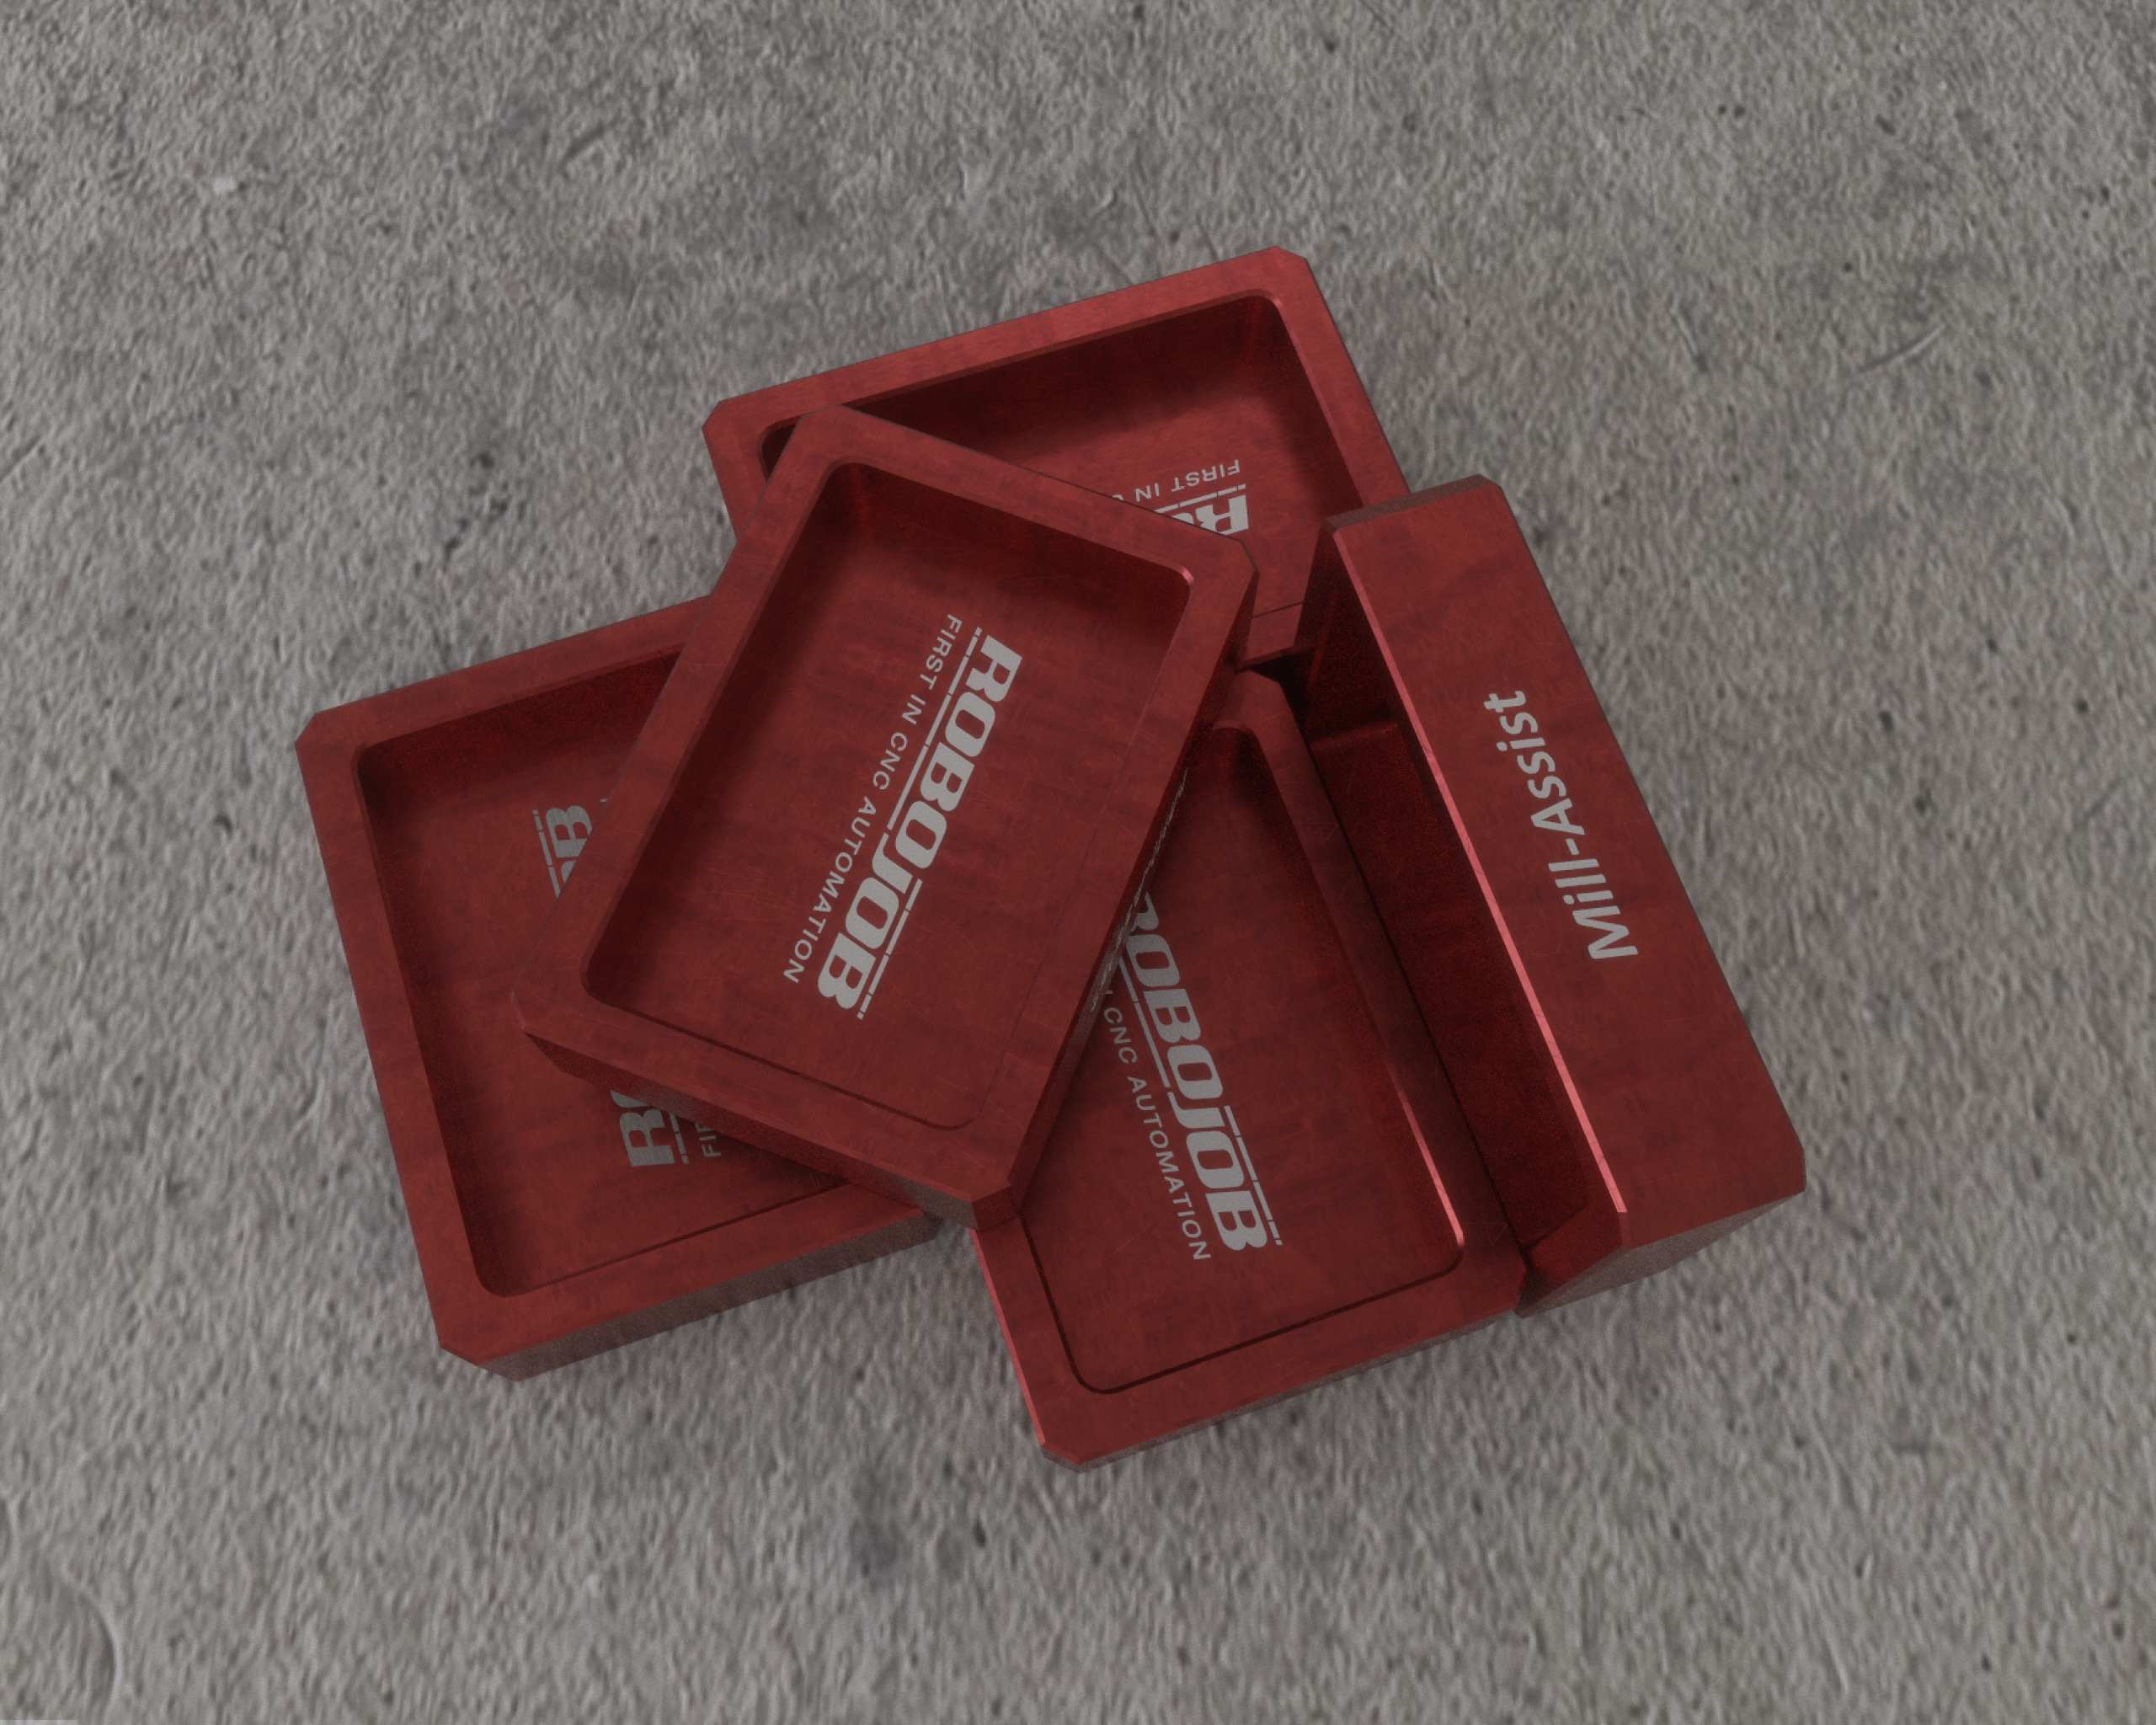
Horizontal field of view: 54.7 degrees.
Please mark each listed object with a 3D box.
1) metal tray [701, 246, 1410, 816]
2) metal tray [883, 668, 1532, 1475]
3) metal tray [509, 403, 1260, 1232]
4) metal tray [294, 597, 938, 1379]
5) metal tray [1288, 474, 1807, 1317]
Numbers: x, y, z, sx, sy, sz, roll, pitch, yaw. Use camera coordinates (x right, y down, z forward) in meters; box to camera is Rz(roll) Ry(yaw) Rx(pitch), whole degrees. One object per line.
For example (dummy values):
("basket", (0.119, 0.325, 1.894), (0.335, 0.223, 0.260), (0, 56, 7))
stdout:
("metal tray", (-0.001, -0.067, 0.429), (0.131, 0.030, 0.090), (-17, 71, -7))
("metal tray", (0.017, 0.037, 0.391), (0.091, 0.030, 0.130), (-18, 71, -7))
("metal tray", (-0.031, -0.011, 0.376), (0.090, 0.030, 0.130), (20, 71, 7))
("metal tray", (-0.087, 0.021, 0.396), (0.091, 0.030, 0.130), (-18, 71, -7))
("metal tray", (0.075, 0.009, 0.370), (0.030, 0.090, 0.130), (-17, 71, -6))
